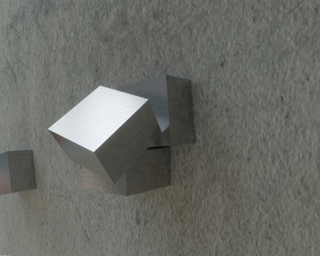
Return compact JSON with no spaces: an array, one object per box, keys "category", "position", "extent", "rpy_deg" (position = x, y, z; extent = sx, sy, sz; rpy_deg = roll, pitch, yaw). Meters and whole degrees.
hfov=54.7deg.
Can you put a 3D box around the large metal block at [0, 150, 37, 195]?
[{"category":"large metal block","position":[-0.300,0.092,0.632],"extent":[0.080,0.050,0.080],"rpy_deg":[-17,80,38]}]

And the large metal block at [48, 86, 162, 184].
[{"category":"large metal block","position":[-0.059,0.003,0.342],"extent":[0.080,0.080,0.050],"rpy_deg":[19,144,38]}]

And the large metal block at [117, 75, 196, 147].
[{"category":"large metal block","position":[-0.005,-0.017,0.391],"extent":[0.080,0.050,0.080],"rpy_deg":[-7,86,39]}]

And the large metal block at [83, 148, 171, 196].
[{"category":"large metal block","position":[-0.043,0.052,0.402],"extent":[0.080,0.081,0.050],"rpy_deg":[-1,90,39]}]
